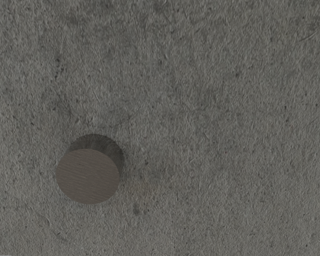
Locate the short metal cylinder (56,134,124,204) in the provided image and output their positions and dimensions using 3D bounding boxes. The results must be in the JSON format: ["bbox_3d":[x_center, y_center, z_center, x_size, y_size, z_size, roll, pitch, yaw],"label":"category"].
[{"bbox_3d":[-0.091,0.054,0.416,0.080,0.050,0.079,0,110,0],"label":"short metal cylinder"}]
